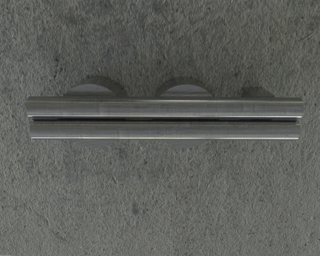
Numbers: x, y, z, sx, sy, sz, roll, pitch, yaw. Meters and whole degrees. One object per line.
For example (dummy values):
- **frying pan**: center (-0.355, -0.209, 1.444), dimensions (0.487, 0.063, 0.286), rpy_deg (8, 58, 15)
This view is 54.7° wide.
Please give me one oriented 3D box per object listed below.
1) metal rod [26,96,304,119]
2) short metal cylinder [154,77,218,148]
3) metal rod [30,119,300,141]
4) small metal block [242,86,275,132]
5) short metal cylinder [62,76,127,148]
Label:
- **metal rod**: center (0.006, -0.023, 0.349), dimensions (0.302, 0.025, 0.025), rpy_deg (0, 110, -1)
- **short metal cylinder**: center (0.030, -0.021, 0.391), dimensions (0.081, 0.050, 0.079), rpy_deg (0, 110, 0)
- **metal rod**: center (0.006, 0.002, 0.358), dimensions (0.302, 0.025, 0.025), rpy_deg (0, 110, -1)
- **small metal block**: center (0.121, -0.022, 0.392), dimensions (0.025, 0.050, 0.050), rpy_deg (-2, 110, 0)
- **short metal cylinder**: center (-0.080, -0.021, 0.388), dimensions (0.081, 0.050, 0.079), rpy_deg (0, 110, 0)
